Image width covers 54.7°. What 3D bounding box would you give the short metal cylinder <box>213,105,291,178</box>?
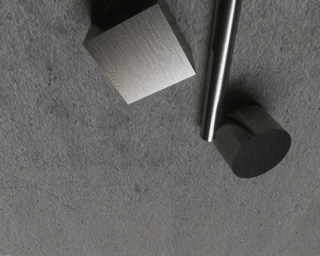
[{"bbox_3d":[0.115,0.018,0.392,0.081,0.050,0.079,-13,132,-14],"label":"short metal cylinder"}]

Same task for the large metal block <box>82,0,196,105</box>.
[{"bbox_3d":[-0.018,-0.083,0.320,0.080,0.050,0.080,-22,127,18],"label":"large metal block"}]

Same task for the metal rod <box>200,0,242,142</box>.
[{"bbox_3d":[0.067,-0.104,0.319,0.025,0.025,0.298,0,130,-1],"label":"metal rod"}]
